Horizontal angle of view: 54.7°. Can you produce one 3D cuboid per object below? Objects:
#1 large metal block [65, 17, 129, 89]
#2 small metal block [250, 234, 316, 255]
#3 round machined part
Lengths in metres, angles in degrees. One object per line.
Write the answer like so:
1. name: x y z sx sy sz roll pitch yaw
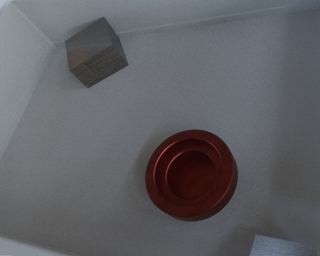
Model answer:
1. large metal block: -0.108 -0.127 0.522 0.080 0.050 0.080 -28 52 10
2. small metal block: 0.102 0.123 0.262 0.050 0.025 0.050 3 30 29
3. round machined part: 0.037 0.054 0.341 0.098 0.042 0.098 -13 56 20
